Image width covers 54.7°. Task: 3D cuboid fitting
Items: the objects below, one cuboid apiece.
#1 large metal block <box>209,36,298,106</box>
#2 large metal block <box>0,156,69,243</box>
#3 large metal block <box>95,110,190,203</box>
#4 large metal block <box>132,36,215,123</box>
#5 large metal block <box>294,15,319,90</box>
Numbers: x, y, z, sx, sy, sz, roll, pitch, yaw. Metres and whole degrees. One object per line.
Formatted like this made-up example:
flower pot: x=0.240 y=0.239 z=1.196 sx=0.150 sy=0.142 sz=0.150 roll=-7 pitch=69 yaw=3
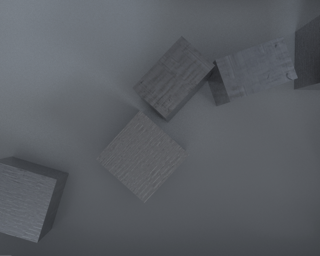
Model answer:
large metal block: x=0.108 y=-0.066 z=0.385 sx=0.080 sy=0.080 sz=0.050 roll=-20 pitch=90 yaw=-1
large metal block: x=-0.174 y=0.088 z=0.397 sx=0.080 sy=0.050 sz=0.080 roll=17 pitch=90 yaw=-1
large metal block: x=-0.021 y=0.034 z=0.399 sx=0.080 sy=0.050 sz=0.080 roll=42 pitch=90 yaw=-1
large metal block: x=0.017 y=-0.055 z=0.382 sx=0.050 sy=0.080 sz=0.080 roll=43 pitch=90 yaw=4
large metal block: x=0.211 y=-0.092 z=0.387 sx=0.050 sy=0.080 sz=0.079 roll=1 pitch=90 yaw=0
